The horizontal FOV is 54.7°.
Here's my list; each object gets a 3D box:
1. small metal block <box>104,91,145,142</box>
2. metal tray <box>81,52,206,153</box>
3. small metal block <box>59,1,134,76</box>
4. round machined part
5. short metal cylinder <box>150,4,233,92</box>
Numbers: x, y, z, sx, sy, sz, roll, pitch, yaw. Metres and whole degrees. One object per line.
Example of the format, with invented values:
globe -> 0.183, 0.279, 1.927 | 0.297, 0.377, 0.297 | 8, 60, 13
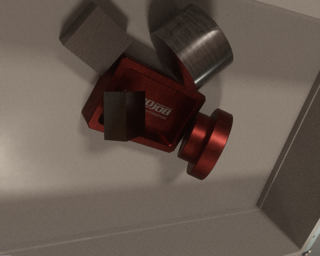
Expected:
small metal block -> -0.037, -0.015, 0.336 | 0.050, 0.025, 0.050 | -22, 114, -69
metal tray -> -0.016, -0.027, 0.380 | 0.131, 0.030, 0.090 | 20, 107, -36
small metal block -> -0.065, -0.091, 0.318 | 0.050, 0.025, 0.050 | -48, 130, 5
round machined part -> 0.056, 0.017, 0.417 | 0.042, 0.098, 0.097 | 25, 108, 0
short metal cylinder -> 0.034, -0.086, 0.340 | 0.050, 0.080, 0.080 | -39, 130, -2
